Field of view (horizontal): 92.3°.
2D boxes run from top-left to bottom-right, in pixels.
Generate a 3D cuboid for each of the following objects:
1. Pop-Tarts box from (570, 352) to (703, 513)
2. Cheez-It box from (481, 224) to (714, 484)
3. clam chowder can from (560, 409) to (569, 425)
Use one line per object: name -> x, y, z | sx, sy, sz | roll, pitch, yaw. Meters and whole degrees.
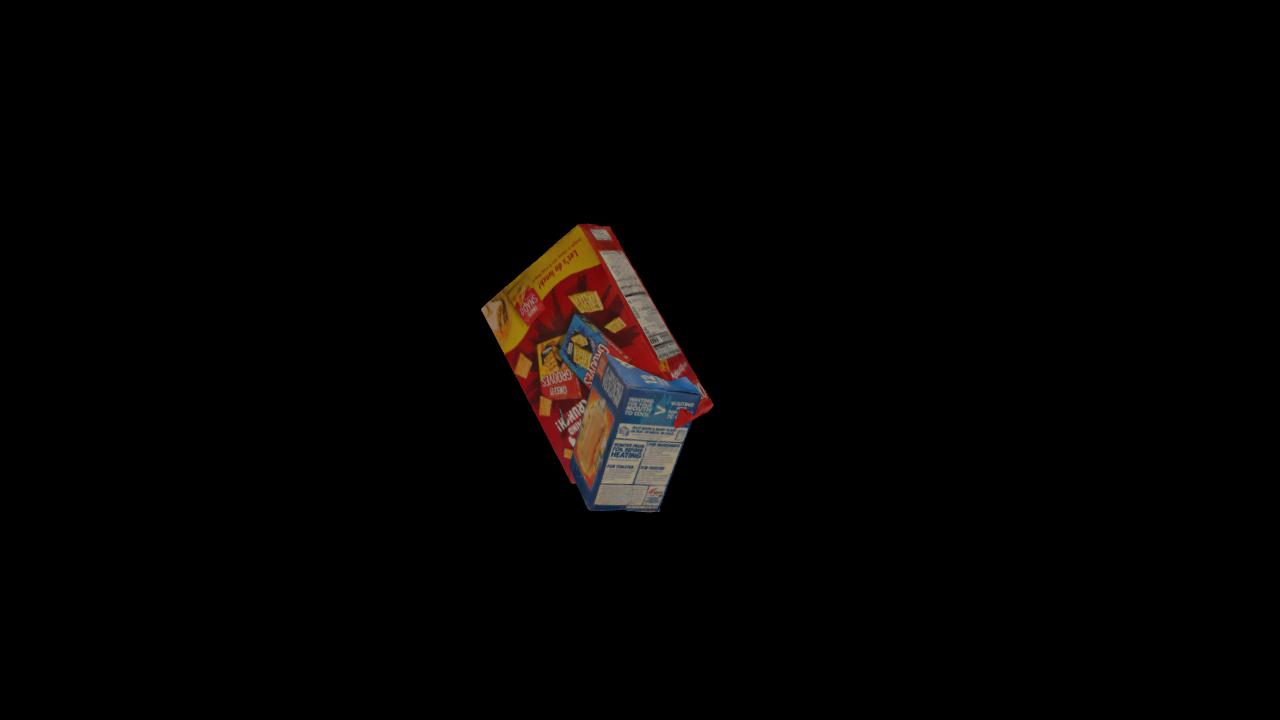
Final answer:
Pop-Tarts box -> -0.024, 0.053, 0.650 | 0.083, 0.141, 0.167 | 6, 23, -27
Cheez-It box -> -0.050, -0.005, 0.647 | 0.166, 0.223, 0.071 | -33, -8, 30
clam chowder can -> -0.025, 0.039, 0.643 | 0.102, 0.068, 0.068 | -20, -10, 28
